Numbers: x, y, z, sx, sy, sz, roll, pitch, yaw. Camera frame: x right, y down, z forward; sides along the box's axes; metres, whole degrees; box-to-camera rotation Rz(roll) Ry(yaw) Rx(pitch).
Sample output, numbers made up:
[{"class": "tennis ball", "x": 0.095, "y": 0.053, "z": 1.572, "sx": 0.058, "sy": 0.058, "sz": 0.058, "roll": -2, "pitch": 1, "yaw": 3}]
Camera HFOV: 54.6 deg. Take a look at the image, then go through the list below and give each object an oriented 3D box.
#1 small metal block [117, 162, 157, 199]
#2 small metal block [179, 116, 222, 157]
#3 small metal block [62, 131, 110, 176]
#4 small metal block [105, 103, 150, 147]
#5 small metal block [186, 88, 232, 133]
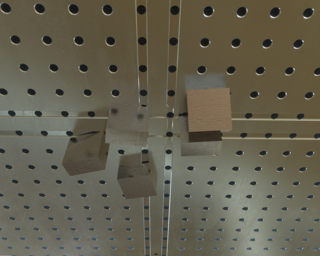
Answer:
[{"class": "small metal block", "x": -0.034, "y": 0.083, "z": 0.481, "sx": 0.050, "sy": 0.025, "sz": 0.050, "roll": -9, "pitch": 130, "yaw": 7}, {"class": "small metal block", "x": 0.051, "y": 0.009, "z": 0.402, "sx": 0.050, "sy": 0.050, "sz": 0.025, "roll": -3, "pitch": 133, "yaw": 2}, {"class": "small metal block", "x": -0.100, "y": 0.034, "z": 0.424, "sx": 0.050, "sy": 0.050, "sz": 0.025, "roll": -12, "pitch": 129, "yaw": 9}, {"class": "small metal block", "x": -0.040, "y": -0.004, "z": 0.391, "sx": 0.050, "sy": 0.050, "sz": 0.025, "roll": 7, "pitch": 130, "yaw": -6}, {"class": "small metal block", "x": 0.059, "y": -0.020, "z": 0.376, "sx": 0.050, "sy": 0.050, "sz": 0.025, "roll": -3, "pitch": 174, "yaw": 2}]
